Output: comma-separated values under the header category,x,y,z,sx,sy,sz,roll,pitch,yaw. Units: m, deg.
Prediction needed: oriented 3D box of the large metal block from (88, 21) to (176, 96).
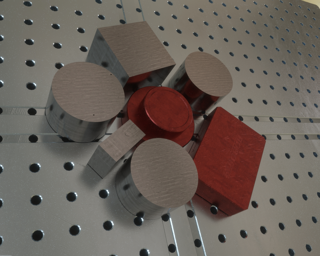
category,x,y,z,sx,sy,sz,roll,pitch,yaw
large metal block,-0.039,-0.096,0.430,0.081,0.050,0.080,-24,75,-36

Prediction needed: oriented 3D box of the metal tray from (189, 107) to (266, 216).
category,x,y,z,sx,sy,sz,roll,pitch,yaw
metal tray,0.090,0.041,0.426,0.090,0.030,0.130,35,51,-5

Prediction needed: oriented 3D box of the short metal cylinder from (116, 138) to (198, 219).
category,x,y,z,sx,sy,sz,roll,pitch,yaw
short metal cylinder,-0.004,0.058,0.353,0.081,0.050,0.080,14,56,-21

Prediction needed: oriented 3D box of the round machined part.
category,x,y,z,sx,sy,sz,roll,pitch,yaw
round machined part,0.003,-0.016,0.407,0.099,0.042,0.098,14,56,-21

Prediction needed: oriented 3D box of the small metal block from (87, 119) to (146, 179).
category,x,y,z,sx,sy,sz,roll,pitch,yaw
small metal block,-0.049,0.024,0.350,0.025,0.050,0.050,45,51,2

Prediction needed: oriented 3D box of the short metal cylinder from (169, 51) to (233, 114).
category,x,y,z,sx,sy,sz,roll,pitch,yaw
short metal cylinder,0.061,-0.067,0.465,0.081,0.050,0.080,14,56,-21

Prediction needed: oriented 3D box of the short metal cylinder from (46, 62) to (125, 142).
category,x,y,z,sx,sy,sz,roll,pitch,yaw
short metal cylinder,-0.088,-0.030,0.362,0.081,0.050,0.080,14,56,-21
